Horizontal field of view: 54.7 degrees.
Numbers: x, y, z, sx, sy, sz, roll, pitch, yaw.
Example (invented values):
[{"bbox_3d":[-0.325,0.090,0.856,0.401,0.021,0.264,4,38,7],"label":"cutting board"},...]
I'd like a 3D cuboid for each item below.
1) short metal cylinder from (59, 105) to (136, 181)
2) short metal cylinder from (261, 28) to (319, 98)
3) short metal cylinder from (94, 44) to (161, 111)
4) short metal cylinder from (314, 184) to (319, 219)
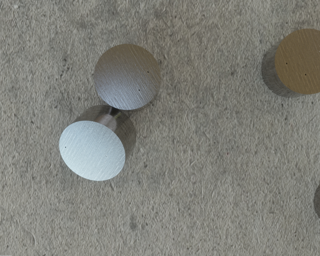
[{"bbox_3d":[-0.074,0.018,0.381,0.080,0.050,0.079,4,115,9],"label":"short metal cylinder"},{"bbox_3d":[0.179,-0.081,0.399,0.081,0.050,0.080,0,90,0],"label":"short metal cylinder"},{"bbox_3d":[-0.039,-0.062,0.397,0.081,0.050,0.080,0,90,0],"label":"short metal cylinder"},{"bbox_3d":[0.251,0.101,0.399,0.081,0.050,0.080,0,90,0],"label":"short metal cylinder"}]
